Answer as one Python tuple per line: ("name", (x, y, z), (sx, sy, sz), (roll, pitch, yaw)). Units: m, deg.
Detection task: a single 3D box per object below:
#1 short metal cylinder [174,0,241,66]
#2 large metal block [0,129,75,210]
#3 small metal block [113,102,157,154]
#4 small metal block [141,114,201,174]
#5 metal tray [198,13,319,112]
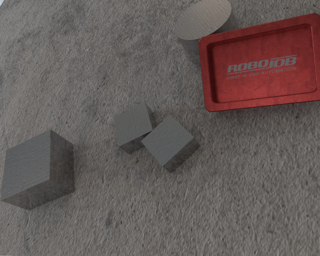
("short metal cylinder", (0.067, -0.133, 0.429), (0.080, 0.050, 0.080), (-17, 50, 21))
("large metal block", (-0.172, 0.060, 0.441), (0.080, 0.050, 0.080), (-24, 53, 14))
("small metal block", (-0.032, 0.000, 0.421), (0.050, 0.025, 0.050), (-26, 53, 12))
("small metal block", (0.013, 0.020, 0.385), (0.050, 0.025, 0.050), (-43, 51, -2))
("metal tray", (0.114, -0.069, 0.354), (0.130, 0.030, 0.089), (-5, 92, 25))
